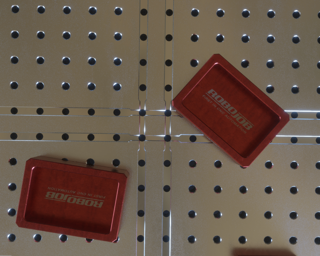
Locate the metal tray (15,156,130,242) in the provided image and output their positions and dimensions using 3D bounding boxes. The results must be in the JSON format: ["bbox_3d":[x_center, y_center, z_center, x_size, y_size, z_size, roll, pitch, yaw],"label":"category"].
[{"bbox_3d":[-0.113,0.092,0.409,0.131,0.030,0.089,10,90,-1],"label":"metal tray"}]

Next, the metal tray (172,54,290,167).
[{"bbox_3d":[0.091,-0.023,0.412,0.130,0.030,0.090,41,90,-1],"label":"metal tray"}]
